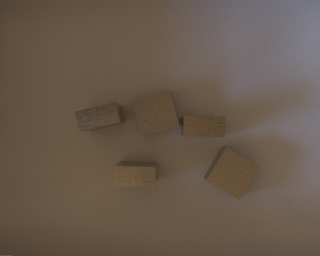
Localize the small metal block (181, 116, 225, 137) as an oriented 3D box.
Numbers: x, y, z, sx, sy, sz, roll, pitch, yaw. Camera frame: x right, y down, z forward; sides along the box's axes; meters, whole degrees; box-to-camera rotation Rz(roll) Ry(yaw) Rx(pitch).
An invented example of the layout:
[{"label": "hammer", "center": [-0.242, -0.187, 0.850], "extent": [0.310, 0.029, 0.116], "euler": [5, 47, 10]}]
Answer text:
[{"label": "small metal block", "center": [0.054, -0.002, 0.399], "extent": [0.050, 0.050, 0.025], "euler": [0, 90, 0]}]

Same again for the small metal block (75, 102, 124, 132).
[{"label": "small metal block", "center": [-0.075, -0.013, 0.398], "extent": [0.050, 0.050, 0.025], "euler": [-13, 90, 0]}]

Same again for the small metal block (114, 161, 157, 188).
[{"label": "small metal block", "center": [-0.030, 0.059, 0.399], "extent": [0.050, 0.050, 0.025], "euler": [1, 90, 0]}]

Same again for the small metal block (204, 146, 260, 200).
[{"label": "small metal block", "center": [0.094, 0.059, 0.412], "extent": [0.050, 0.025, 0.050], "euler": [30, 90, 0]}]

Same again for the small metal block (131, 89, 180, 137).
[{"label": "small metal block", "center": [-0.006, -0.020, 0.411], "extent": [0.050, 0.025, 0.050], "euler": [-16, 90, 0]}]
